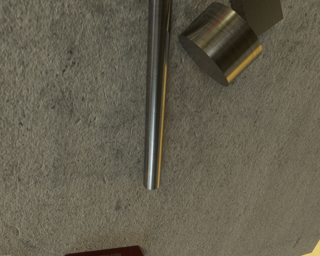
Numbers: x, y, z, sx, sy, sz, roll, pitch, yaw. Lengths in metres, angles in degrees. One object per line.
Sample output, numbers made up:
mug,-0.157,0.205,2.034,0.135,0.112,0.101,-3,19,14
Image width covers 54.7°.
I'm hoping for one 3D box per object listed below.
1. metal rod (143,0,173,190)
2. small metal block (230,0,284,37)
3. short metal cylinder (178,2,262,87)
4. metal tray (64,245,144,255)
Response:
metal rod,-0.004,-0.047,0.375,0.025,0.025,0.298,-11,123,-23
small metal block,0.120,-0.146,0.382,0.050,0.025,0.050,-36,129,-5
short metal cylinder,0.067,-0.093,0.351,0.050,0.080,0.080,-45,129,3
metal tray,-0.097,0.240,0.499,0.131,0.030,0.089,6,115,-31
